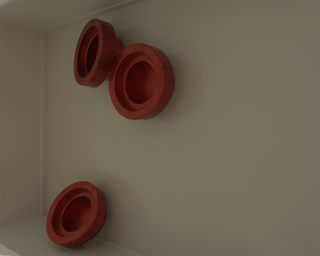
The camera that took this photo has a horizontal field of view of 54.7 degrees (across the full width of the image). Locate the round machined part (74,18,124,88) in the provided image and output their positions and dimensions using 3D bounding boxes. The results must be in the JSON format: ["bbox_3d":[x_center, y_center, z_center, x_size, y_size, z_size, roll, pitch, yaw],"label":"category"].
[{"bbox_3d":[-0.088,-0.107,0.458,0.098,0.042,0.098,-15,71,51],"label":"round machined part"}]

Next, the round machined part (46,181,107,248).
[{"bbox_3d":[-0.123,0.135,0.478,0.098,0.042,0.098,-17,49,21],"label":"round machined part"}]

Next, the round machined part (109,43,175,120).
[{"bbox_3d":[-0.020,-0.059,0.412,0.098,0.042,0.097,0,90,40],"label":"round machined part"}]
